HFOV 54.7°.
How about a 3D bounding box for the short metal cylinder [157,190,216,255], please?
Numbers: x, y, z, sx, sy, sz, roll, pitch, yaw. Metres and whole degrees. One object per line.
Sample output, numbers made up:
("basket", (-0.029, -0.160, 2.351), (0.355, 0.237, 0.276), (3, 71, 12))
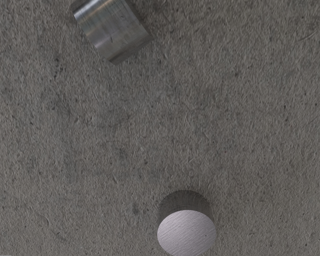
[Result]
("short metal cylinder", (0.037, 0.137, 0.447), (0.081, 0.050, 0.079), (0, 110, 0))

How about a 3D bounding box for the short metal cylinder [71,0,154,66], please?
("short metal cylinder", (-0.050, -0.116, 0.337), (0.050, 0.080, 0.080), (-33, 107, 11))
